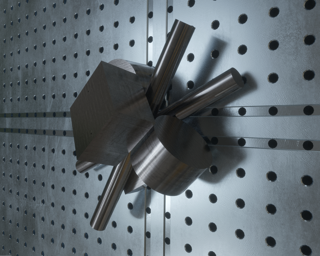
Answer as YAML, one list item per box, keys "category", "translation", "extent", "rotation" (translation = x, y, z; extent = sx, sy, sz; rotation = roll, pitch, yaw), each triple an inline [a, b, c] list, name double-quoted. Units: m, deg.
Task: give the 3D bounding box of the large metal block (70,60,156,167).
- category: "large metal block"
  translation: [-0.058, -0.015, 0.354]
  extent: [0.080, 0.050, 0.080]
  rotation: [-48, 45, 30]

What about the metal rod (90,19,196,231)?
- category: "metal rod"
  translation: [-0.030, 0.010, 0.397]
  extent: [0.025, 0.025, 0.298]
  rotation: [37, 112, 33]

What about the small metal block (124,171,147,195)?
- category: "small metal block"
  translation: [-0.032, 0.059, 0.431]
  extent: [0.050, 0.025, 0.050]
  rotation: [-34, 69, 34]

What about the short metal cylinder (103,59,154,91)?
- category: "short metal cylinder"
  translation: [-0.041, -0.050, 0.422]
  extent: [0.080, 0.050, 0.079]
  rotation: [0, 90, 40]

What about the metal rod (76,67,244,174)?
- category: "metal rod"
  translation: [-0.022, 0.004, 0.423]
  extent: [0.299, 0.025, 0.025]
  rotation: [-29, 72, 36]

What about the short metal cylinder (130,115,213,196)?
- category: "short metal cylinder"
  translation: [0.013, 0.031, 0.358]
  extent: [0.050, 0.081, 0.080]
  rotation: [-51, 60, 29]
